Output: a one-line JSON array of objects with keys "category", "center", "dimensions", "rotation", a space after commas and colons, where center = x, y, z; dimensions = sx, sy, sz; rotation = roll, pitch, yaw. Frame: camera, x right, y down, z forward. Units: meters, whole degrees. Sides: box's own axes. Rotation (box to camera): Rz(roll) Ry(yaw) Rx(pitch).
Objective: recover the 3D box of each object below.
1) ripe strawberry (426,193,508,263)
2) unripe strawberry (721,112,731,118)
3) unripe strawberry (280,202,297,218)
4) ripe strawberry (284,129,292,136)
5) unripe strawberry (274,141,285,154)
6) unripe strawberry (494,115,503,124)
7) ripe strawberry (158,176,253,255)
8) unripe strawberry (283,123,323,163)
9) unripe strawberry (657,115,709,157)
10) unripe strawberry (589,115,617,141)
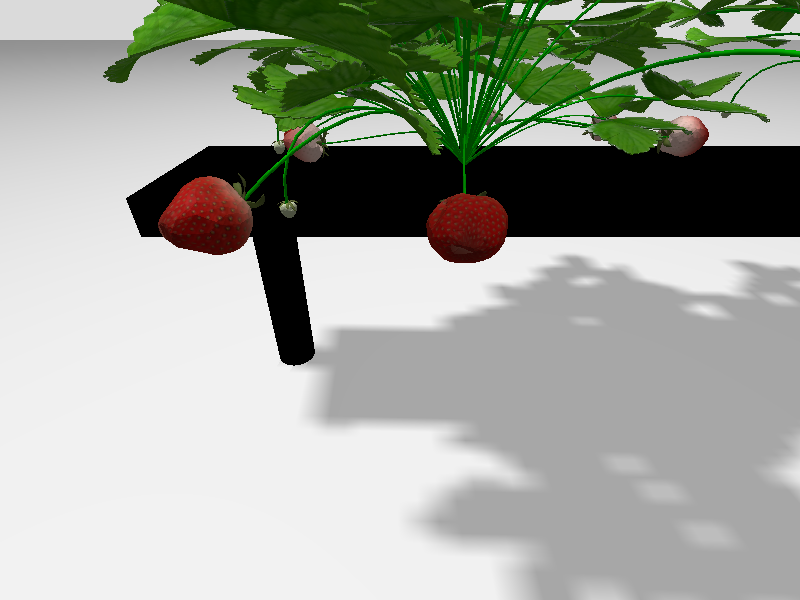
[{"category": "ripe strawberry", "center": [0.031, -0.031, 0.190], "dimensions": [0.039, 0.035, 0.035], "rotation": [4, 35, 6]}, {"category": "unripe strawberry", "center": [0.385, -0.221, 0.473], "dimensions": [0.011, 0.011, 0.010], "rotation": [-22, 40, -29]}, {"category": "unripe strawberry", "center": [-0.066, -0.054, 0.238], "dimensions": [0.009, 0.010, 0.010], "rotation": [29, 44, 35]}, {"category": "ripe strawberry", "center": [-0.097, -0.158, 0.383], "dimensions": [0.028, 0.024, 0.028], "rotation": [4, 34, 22]}, {"category": "unripe strawberry", "center": [-0.107, -0.135, 0.355], "dimensions": [0.010, 0.011, 0.011], "rotation": [4, 35, 5]}, {"category": "unripe strawberry", "center": [0.116, -0.215, 0.476], "dimensions": [0.011, 0.011, 0.010], "rotation": [12, 36, 17]}, {"category": "ripe strawberry", "center": [-0.098, -0.041, 0.201], "dimensions": [0.042, 0.036, 0.042], "rotation": [28, 46, 35]}, {"category": "unripe strawberry", "center": [-0.084, -0.136, 0.348], "dimensions": [0.034, 0.033, 0.031], "rotation": [3, 35, 5]}, {"category": "unripe strawberry", "center": [0.253, -0.146, 0.356], "dimensions": [0.040, 0.034, 0.039], "rotation": [-4, 35, -7]}, {"category": "unripe strawberry", "center": [0.209, -0.178, 0.408], "dimensions": [0.027, 0.029, 0.025], "rotation": [-17, 38, -24]}]
